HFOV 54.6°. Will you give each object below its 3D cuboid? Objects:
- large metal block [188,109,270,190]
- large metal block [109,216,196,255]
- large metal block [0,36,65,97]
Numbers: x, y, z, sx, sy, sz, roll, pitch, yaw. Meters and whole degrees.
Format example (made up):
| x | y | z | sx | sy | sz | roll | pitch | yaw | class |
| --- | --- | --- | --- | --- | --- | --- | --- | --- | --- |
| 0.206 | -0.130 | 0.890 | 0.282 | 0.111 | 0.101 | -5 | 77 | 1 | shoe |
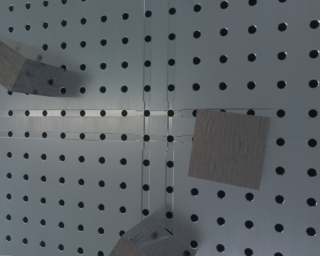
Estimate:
| x | y | z | sx | sy | sz | roll | pitch | yaw | class |
| --- | --- | --- | --- | --- | --- | --- | --- | --- | --- |
| 0.084 | 0.022 | 0.370 | 0.080 | 0.050 | 0.080 | 8 | 93 | 20 | large metal block |
| -0.011 | 0.166 | 0.388 | 0.080 | 0.080 | 0.050 | 36 | 102 | 16 | large metal block |
| -0.205 | -0.091 | 0.457 | 0.080 | 0.080 | 0.050 | 34 | 101 | 17 | large metal block |
